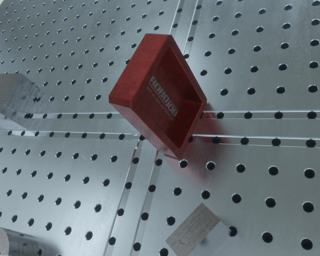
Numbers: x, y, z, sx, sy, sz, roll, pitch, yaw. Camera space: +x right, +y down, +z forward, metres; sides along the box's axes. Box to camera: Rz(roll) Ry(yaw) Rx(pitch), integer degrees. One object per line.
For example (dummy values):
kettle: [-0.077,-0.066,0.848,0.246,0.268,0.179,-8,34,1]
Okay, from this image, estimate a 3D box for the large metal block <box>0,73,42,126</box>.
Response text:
large metal block: [-0.279,-0.052,0.568,0.080,0.050,0.080,5,64,30]

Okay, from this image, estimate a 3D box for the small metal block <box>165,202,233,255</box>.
small metal block: [0.040,0.107,0.305,0.050,0.050,0.025,-46,51,-4]

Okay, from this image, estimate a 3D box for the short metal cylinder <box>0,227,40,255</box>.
short metal cylinder: [-0.203,0.170,0.392,0.080,0.050,0.080,-13,56,20]

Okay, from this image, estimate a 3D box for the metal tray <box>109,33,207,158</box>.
metal tray: [0.006,-0.032,0.356,0.030,0.130,0.090,16,70,34]
